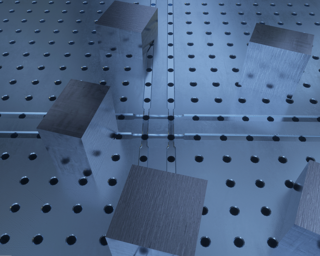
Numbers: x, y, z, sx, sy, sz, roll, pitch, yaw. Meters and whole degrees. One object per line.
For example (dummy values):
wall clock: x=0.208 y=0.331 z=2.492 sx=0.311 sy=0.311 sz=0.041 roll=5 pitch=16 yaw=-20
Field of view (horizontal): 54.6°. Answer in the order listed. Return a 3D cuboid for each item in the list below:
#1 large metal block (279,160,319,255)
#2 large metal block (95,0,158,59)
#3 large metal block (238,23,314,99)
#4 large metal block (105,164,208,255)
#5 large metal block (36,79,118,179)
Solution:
large metal block: x=0.178 y=0.091 z=0.316 sx=0.080 sy=0.050 sz=0.080 roll=21 pitch=53 yaw=17
large metal block: x=-0.055 y=-0.172 z=0.536 sx=0.080 sy=0.050 sz=0.080 roll=14 pitch=51 yaw=12
large metal block: x=0.168 y=-0.098 z=0.455 sx=0.080 sy=0.080 sz=0.050 roll=17 pitch=52 yaw=14
large metal block: x=0.000 y=0.091 z=0.315 sx=0.080 sy=0.050 sz=0.080 roll=11 pitch=51 yaw=9
large metal block: x=-0.092 y=0.001 z=0.371 sx=0.050 sy=0.080 sz=0.080 roll=12 pitch=51 yaw=10
